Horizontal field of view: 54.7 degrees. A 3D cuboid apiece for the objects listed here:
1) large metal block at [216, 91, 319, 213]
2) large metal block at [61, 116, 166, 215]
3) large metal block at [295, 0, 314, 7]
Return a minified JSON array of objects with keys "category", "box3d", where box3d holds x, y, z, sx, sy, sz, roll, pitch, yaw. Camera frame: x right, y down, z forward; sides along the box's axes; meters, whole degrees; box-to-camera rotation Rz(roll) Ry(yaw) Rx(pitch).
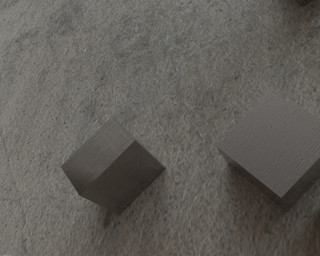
[{"category":"large metal block","box3d":[0.119,0.022,0.311,0.080,0.050,0.080,-45,51,-4]},{"category":"large metal block","box3d":[-0.052,0.047,0.366,0.080,0.080,0.050,-45,51,-4]},{"category":"large metal block","box3d":[0.187,-0.224,0.408,0.050,0.080,0.080,-28,52,10]}]
